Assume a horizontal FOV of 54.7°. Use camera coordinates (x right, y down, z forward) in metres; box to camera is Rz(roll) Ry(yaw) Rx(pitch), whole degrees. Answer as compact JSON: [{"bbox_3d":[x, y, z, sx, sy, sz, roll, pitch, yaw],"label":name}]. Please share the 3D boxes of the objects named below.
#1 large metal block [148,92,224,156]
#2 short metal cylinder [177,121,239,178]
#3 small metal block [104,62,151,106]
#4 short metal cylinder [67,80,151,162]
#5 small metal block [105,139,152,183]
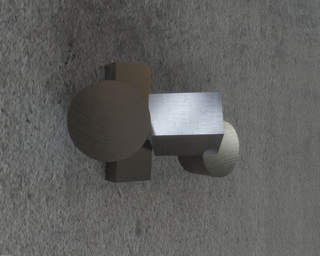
[{"bbox_3d":[0.031,-0.002,0.374,0.080,0.080,0.050,78,11,-68],"label":"large metal block"},{"bbox_3d":[0.070,0.029,0.451,0.081,0.050,0.079,0,90,-40],"label":"short metal cylinder"},{"bbox_3d":[-0.038,-0.051,0.375,0.050,0.025,0.050,-2,91,-40],"label":"small metal block"},{"bbox_3d":[-0.051,-0.007,0.325,0.081,0.050,0.079,0,91,-5],"label":"short metal cylinder"},{"bbox_3d":[-0.038,0.038,0.376,0.050,0.025,0.050,4,88,-40],"label":"small metal block"}]
